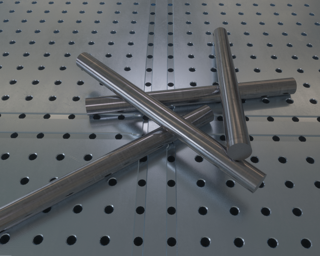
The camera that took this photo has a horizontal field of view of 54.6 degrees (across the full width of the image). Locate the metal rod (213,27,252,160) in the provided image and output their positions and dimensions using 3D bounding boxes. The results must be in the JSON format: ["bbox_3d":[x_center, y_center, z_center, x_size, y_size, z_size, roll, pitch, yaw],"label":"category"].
[{"bbox_3d":[0.094,-0.071,0.434,0.025,0.025,0.300,4,40,3],"label":"metal rod"}]

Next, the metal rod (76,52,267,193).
[{"bbox_3d":[-0.004,-0.021,0.391,0.300,0.025,0.025,36,59,26],"label":"metal rod"}]

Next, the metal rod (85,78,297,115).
[{"bbox_3d":[0.048,-0.046,0.446,0.302,0.025,0.025,-6,50,-6],"label":"metal rod"}]

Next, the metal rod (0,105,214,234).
[{"bbox_3d":[-0.060,0.043,0.371,0.302,0.025,0.025,-27,55,-21],"label":"metal rod"}]
